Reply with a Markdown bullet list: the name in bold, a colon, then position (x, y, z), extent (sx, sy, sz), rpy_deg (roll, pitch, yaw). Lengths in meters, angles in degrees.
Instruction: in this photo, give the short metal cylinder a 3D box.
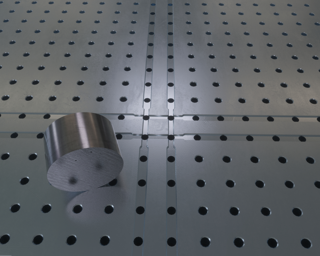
- **short metal cylinder**: position (-0.086, 0.028, 0.348), extent (0.081, 0.080, 0.050), rpy_deg (-14, 52, -11)
